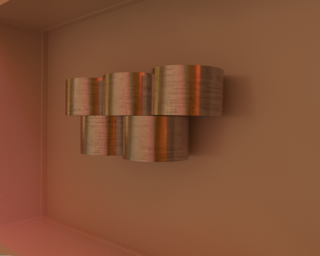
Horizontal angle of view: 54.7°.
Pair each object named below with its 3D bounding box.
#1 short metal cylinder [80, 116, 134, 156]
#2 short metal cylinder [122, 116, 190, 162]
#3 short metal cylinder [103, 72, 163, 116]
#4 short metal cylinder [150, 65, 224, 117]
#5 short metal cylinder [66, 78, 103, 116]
[{"bbox_3d":[-0.068,0.009,0.425,0.080,0.081,0.050,1,91,40],"label":"short metal cylinder"},{"bbox_3d":[-0.005,0.011,0.373,0.080,0.081,0.050,1,91,40],"label":"short metal cylinder"},{"bbox_3d":[-0.032,-0.040,0.395,0.080,0.081,0.050,1,91,40],"label":"short metal cylinder"},{"bbox_3d":[0.030,-0.038,0.344,0.080,0.081,0.050,3,92,40],"label":"short metal cylinder"},{"bbox_3d":[-0.094,-0.042,0.447,0.080,0.081,0.050,1,91,40],"label":"short metal cylinder"}]
